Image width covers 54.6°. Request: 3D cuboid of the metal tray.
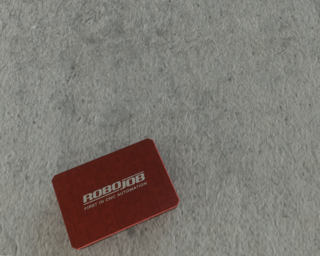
[{"bbox_3d":[-0.053,0.078,0.377,0.131,0.030,0.090,-22,72,-8],"label":"metal tray"}]
